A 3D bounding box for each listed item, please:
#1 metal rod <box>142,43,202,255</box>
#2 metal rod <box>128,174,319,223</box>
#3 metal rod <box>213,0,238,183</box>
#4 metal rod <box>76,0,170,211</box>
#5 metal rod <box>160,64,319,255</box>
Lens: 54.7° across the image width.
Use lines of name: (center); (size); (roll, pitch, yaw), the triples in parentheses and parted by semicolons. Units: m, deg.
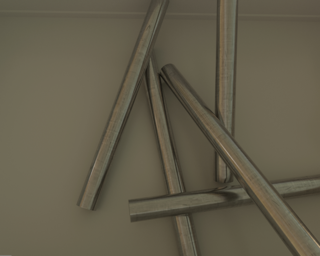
metal rod: (0.006, 0.014, 0.404); (0.025, 0.025, 0.299); (-11, 70, -4)
metal rod: (0.115, 0.077, 0.365); (0.302, 0.025, 0.025); (-6, 70, -9)
metal rod: (0.080, -0.083, 0.375); (0.025, 0.025, 0.298); (0, 95, 0)
metal rod: (-0.044, -0.043, 0.406); (0.025, 0.025, 0.299); (17, 78, 5)
metal rod: (0.074, 0.021, 0.345); (0.025, 0.025, 0.300); (-25, 52, -9)
